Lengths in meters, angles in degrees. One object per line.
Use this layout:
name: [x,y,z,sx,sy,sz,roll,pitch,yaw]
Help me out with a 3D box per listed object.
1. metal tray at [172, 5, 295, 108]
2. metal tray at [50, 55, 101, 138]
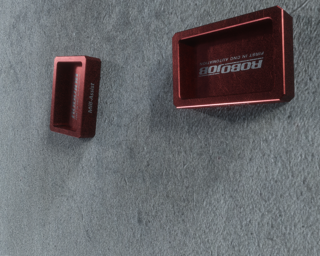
metal tray: [0.074,-0.070,0.340,0.130,0.030,0.089,-2,89,40]
metal tray: [-0.144,-0.053,0.520,0.090,0.030,0.129,10,96,39]
